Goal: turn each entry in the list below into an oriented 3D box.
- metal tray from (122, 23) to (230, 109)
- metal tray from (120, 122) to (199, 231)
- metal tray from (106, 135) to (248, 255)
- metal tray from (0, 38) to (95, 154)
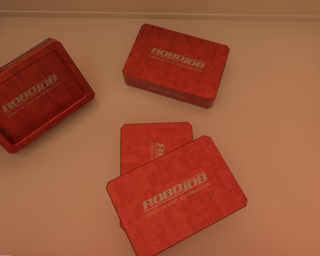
[{"bbox_3d":[0.023,-0.089,0.440,0.131,0.030,0.090,17,71,6],"label":"metal tray"},{"bbox_3d":[-0.002,0.059,0.385,0.091,0.030,0.130,-2,70,-1],"label":"metal tray"},{"bbox_3d":[0.018,0.076,0.347,0.131,0.030,0.090,-25,72,-9],"label":"metal tray"},{"bbox_3d":[-0.160,-0.041,0.388,0.130,0.090,0.030,-38,35,-13],"label":"metal tray"}]
